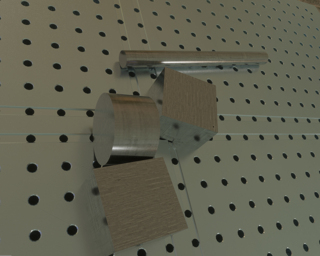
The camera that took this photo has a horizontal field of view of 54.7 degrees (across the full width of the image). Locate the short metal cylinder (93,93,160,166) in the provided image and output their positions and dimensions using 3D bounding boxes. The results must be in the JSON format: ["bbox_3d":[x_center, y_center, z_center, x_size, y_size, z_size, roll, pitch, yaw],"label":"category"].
[{"bbox_3d":[-0.041,0.002,0.351,0.050,0.080,0.080,2,61,-28],"label":"short metal cylinder"}]

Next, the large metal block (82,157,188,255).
[{"bbox_3d":[-0.029,0.082,0.328,0.081,0.050,0.080,-6,65,-31],"label":"large metal block"}]

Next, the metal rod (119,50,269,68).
[{"bbox_3d":[0.074,-0.117,0.521,0.303,0.025,0.025,-8,66,-32],"label":"metal rod"}]

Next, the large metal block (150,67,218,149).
[{"bbox_3d":[0.030,-0.027,0.426,0.081,0.050,0.080,17,55,-19],"label":"large metal block"}]
